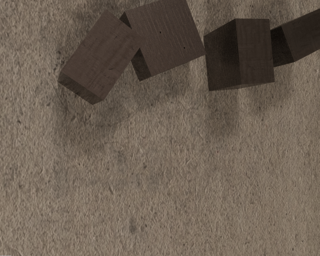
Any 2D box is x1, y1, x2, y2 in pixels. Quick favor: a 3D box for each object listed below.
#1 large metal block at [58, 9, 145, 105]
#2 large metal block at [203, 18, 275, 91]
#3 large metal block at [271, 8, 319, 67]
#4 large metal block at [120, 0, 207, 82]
[{"bbox_3d":[-0.070,-0.076,0.354,0.050,0.080,0.080,35,79,-17],"label":"large metal block"},{"bbox_3d":[0.104,-0.095,0.420,0.050,0.080,0.079,-7,93,-20],"label":"large metal block"},{"bbox_3d":[0.186,-0.126,0.450,0.081,0.080,0.050,-27,100,-18],"label":"large metal block"},{"bbox_3d":[0.001,-0.114,0.397,0.081,0.050,0.080,-25,99,-19],"label":"large metal block"}]
